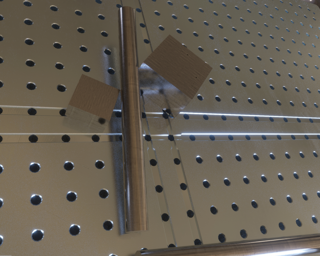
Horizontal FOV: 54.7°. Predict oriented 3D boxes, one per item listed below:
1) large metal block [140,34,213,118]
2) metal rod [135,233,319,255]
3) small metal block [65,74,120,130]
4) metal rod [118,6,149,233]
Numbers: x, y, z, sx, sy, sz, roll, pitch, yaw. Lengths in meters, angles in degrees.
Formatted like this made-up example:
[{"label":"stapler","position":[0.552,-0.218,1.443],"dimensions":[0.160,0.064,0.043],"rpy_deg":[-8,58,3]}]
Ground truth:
[{"label":"large metal block","position":[0.017,-0.075,0.447],"dimensions":[0.080,0.050,0.080],"rpy_deg":[37,51,-4]},{"label":"metal rod","position":[0.114,0.149,0.378],"dimensions":[0.302,0.025,0.025],"rpy_deg":[5,60,-26]},{"label":"small metal block","position":[-0.083,-0.032,0.383],"dimensions":[0.050,0.025,0.050],"rpy_deg":[22,54,-15]},{"label":"metal rod","position":[-0.036,-0.028,0.386],"dimensions":[0.025,0.025,0.299],"rpy_deg":[6,65,-25]}]
